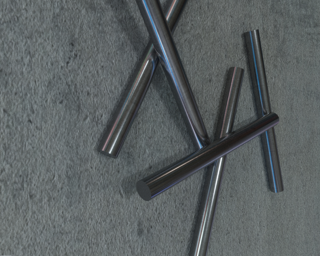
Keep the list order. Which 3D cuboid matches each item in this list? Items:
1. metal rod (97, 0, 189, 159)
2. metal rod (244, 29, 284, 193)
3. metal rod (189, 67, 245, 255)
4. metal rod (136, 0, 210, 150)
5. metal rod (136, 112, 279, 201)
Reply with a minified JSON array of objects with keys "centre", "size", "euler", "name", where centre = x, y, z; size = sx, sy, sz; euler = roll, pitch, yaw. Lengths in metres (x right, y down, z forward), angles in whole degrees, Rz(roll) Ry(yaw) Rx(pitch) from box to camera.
[{"centre":[-0.005,-0.102,0.399],"size":[0.025,0.025,0.300],"euler":[36,68,-34],"name":"metal rod"},{"centre":[0.191,-0.025,0.564],"size":[0.025,0.025,0.298],"euler":[-21,104,-38],"name":"metal rod"},{"centre":[0.090,0.047,0.480],"size":[0.025,0.025,0.299],"euler":[23,75,-38],"name":"metal rod"},{"centre":[0.017,-0.074,0.389],"size":[0.025,0.025,0.299],"euler":[-45,126,-31],"name":"metal rod"},{"centre":[0.089,0.027,0.442],"size":[0.302,0.025,0.025],"euler":[-22,104,-40],"name":"metal rod"}]
